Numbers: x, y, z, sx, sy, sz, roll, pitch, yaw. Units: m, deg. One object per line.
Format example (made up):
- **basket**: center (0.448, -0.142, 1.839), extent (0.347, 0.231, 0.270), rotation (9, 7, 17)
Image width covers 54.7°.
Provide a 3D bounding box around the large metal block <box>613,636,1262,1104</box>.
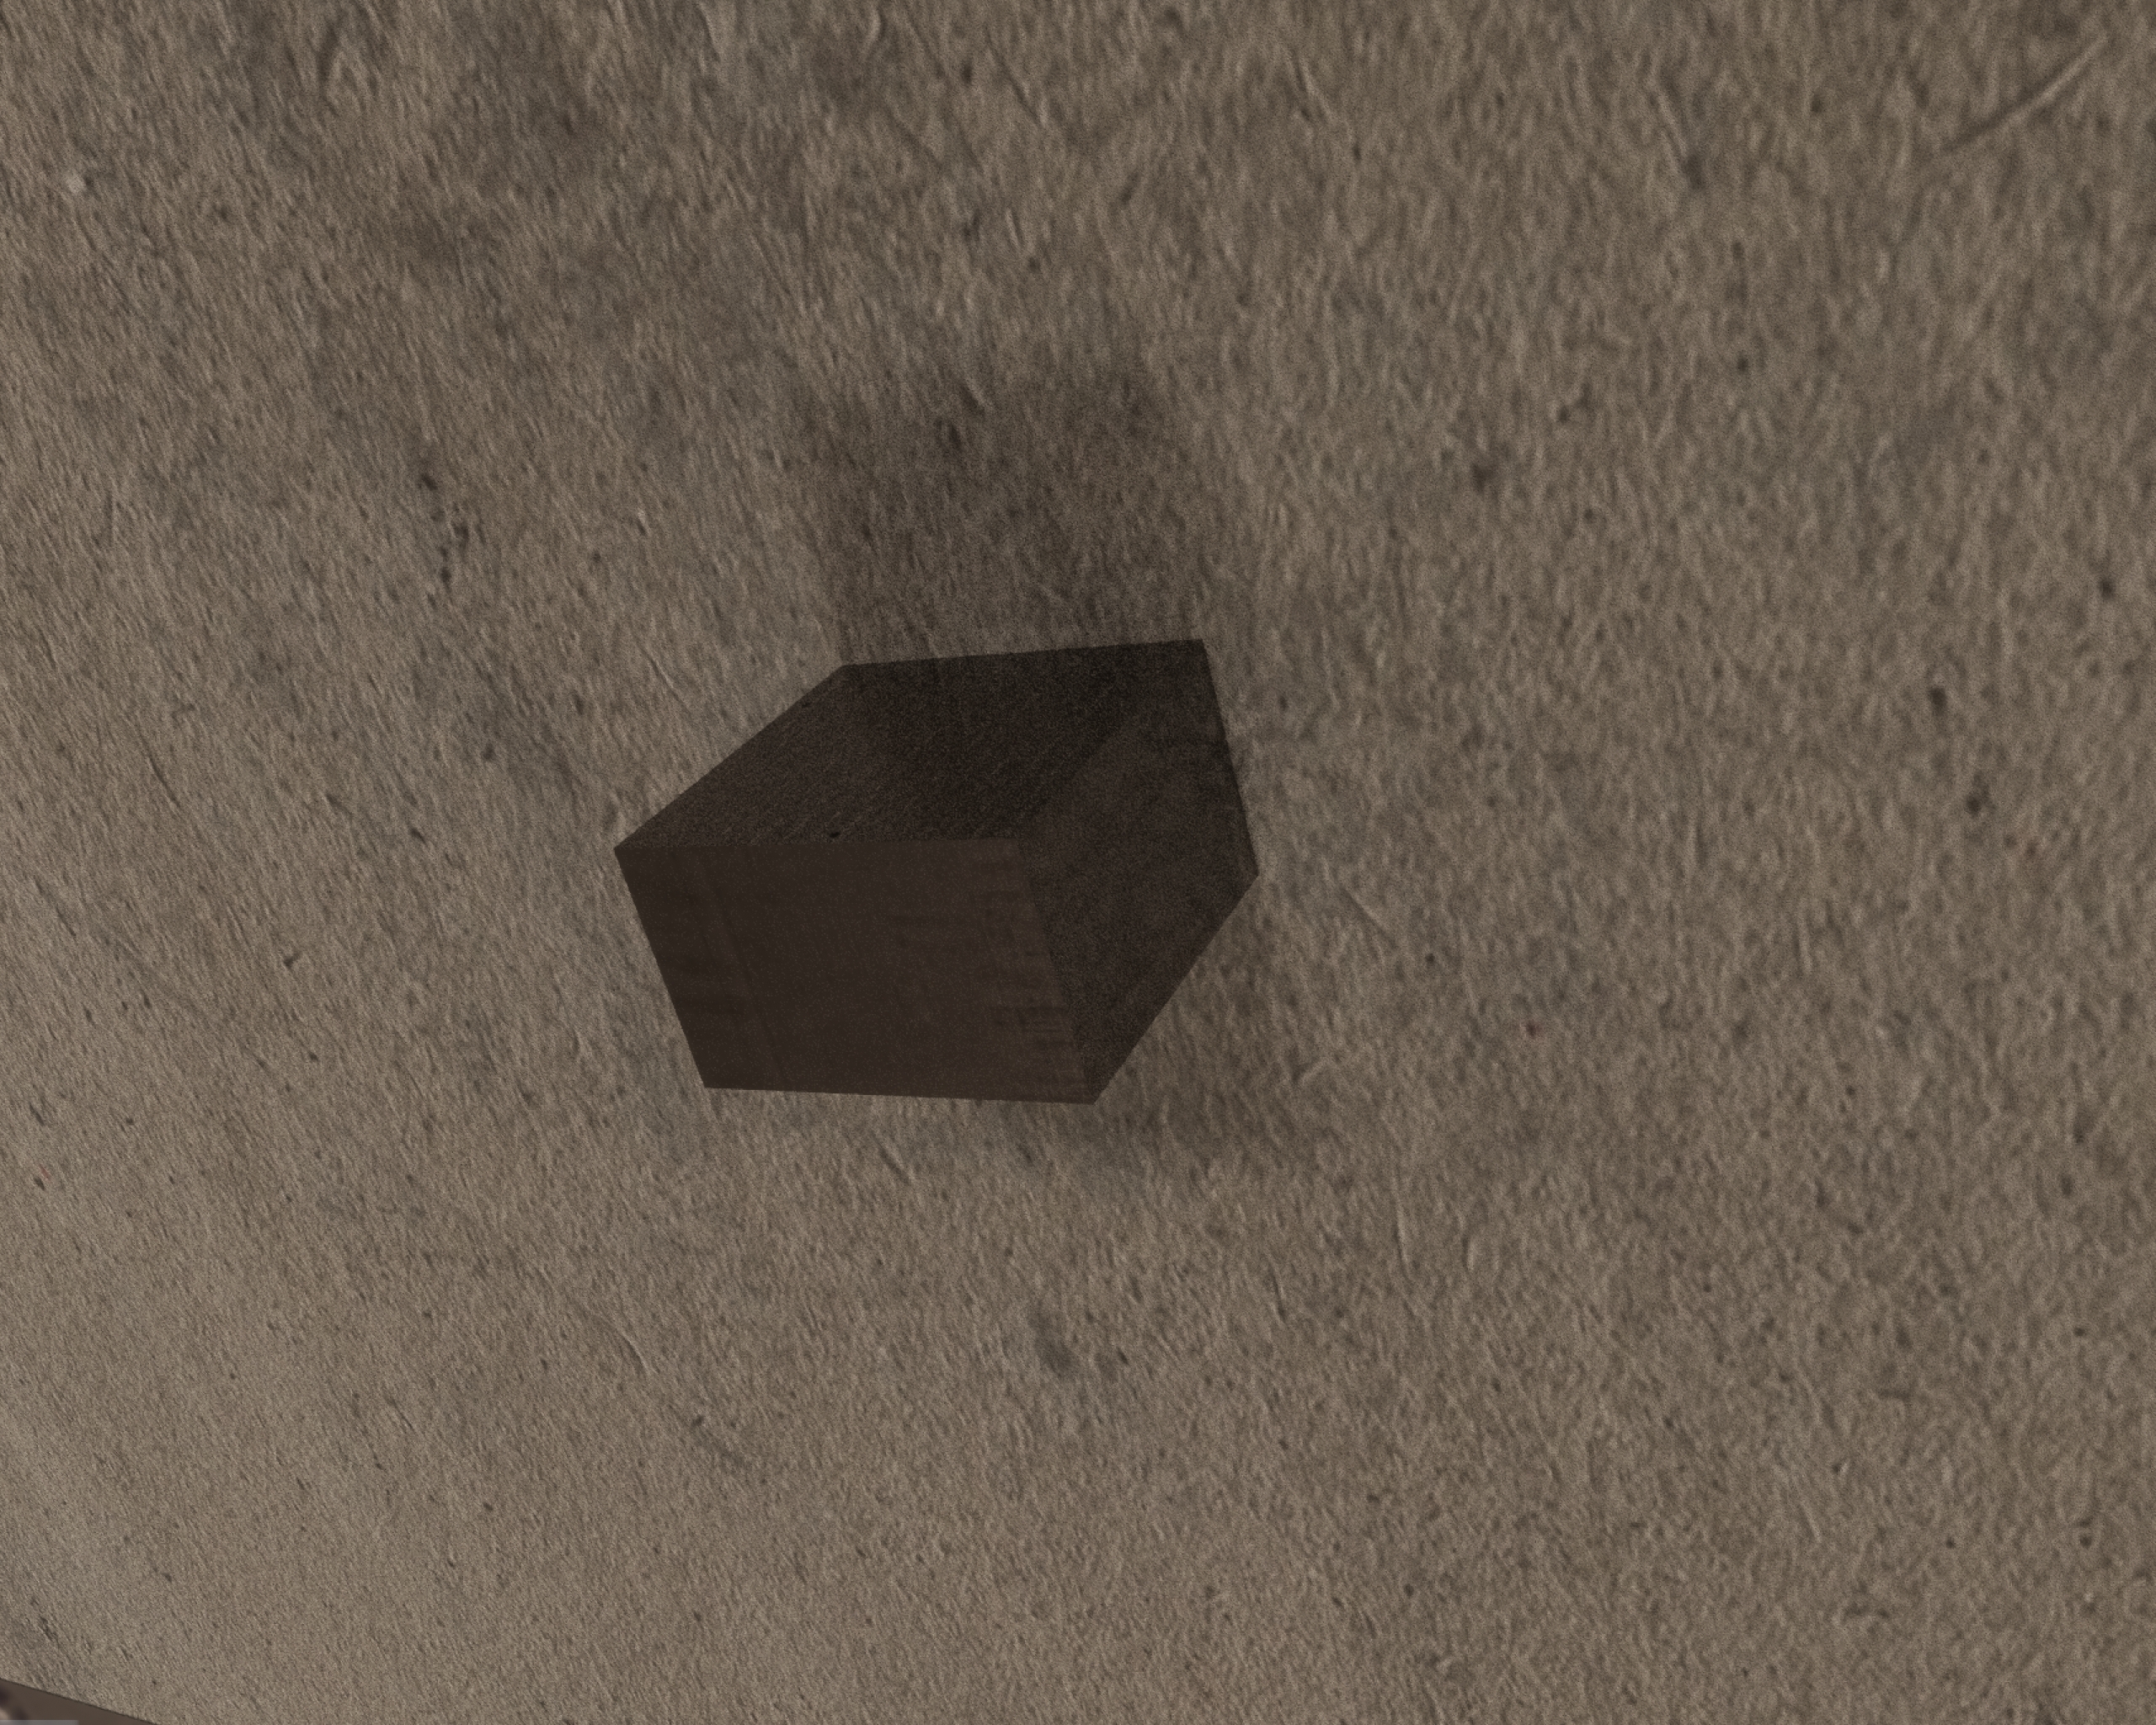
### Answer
- **large metal block**: center (-0.022, 0.000, 0.383), extent (0.080, 0.080, 0.050), rotation (-1, 118, 28)
